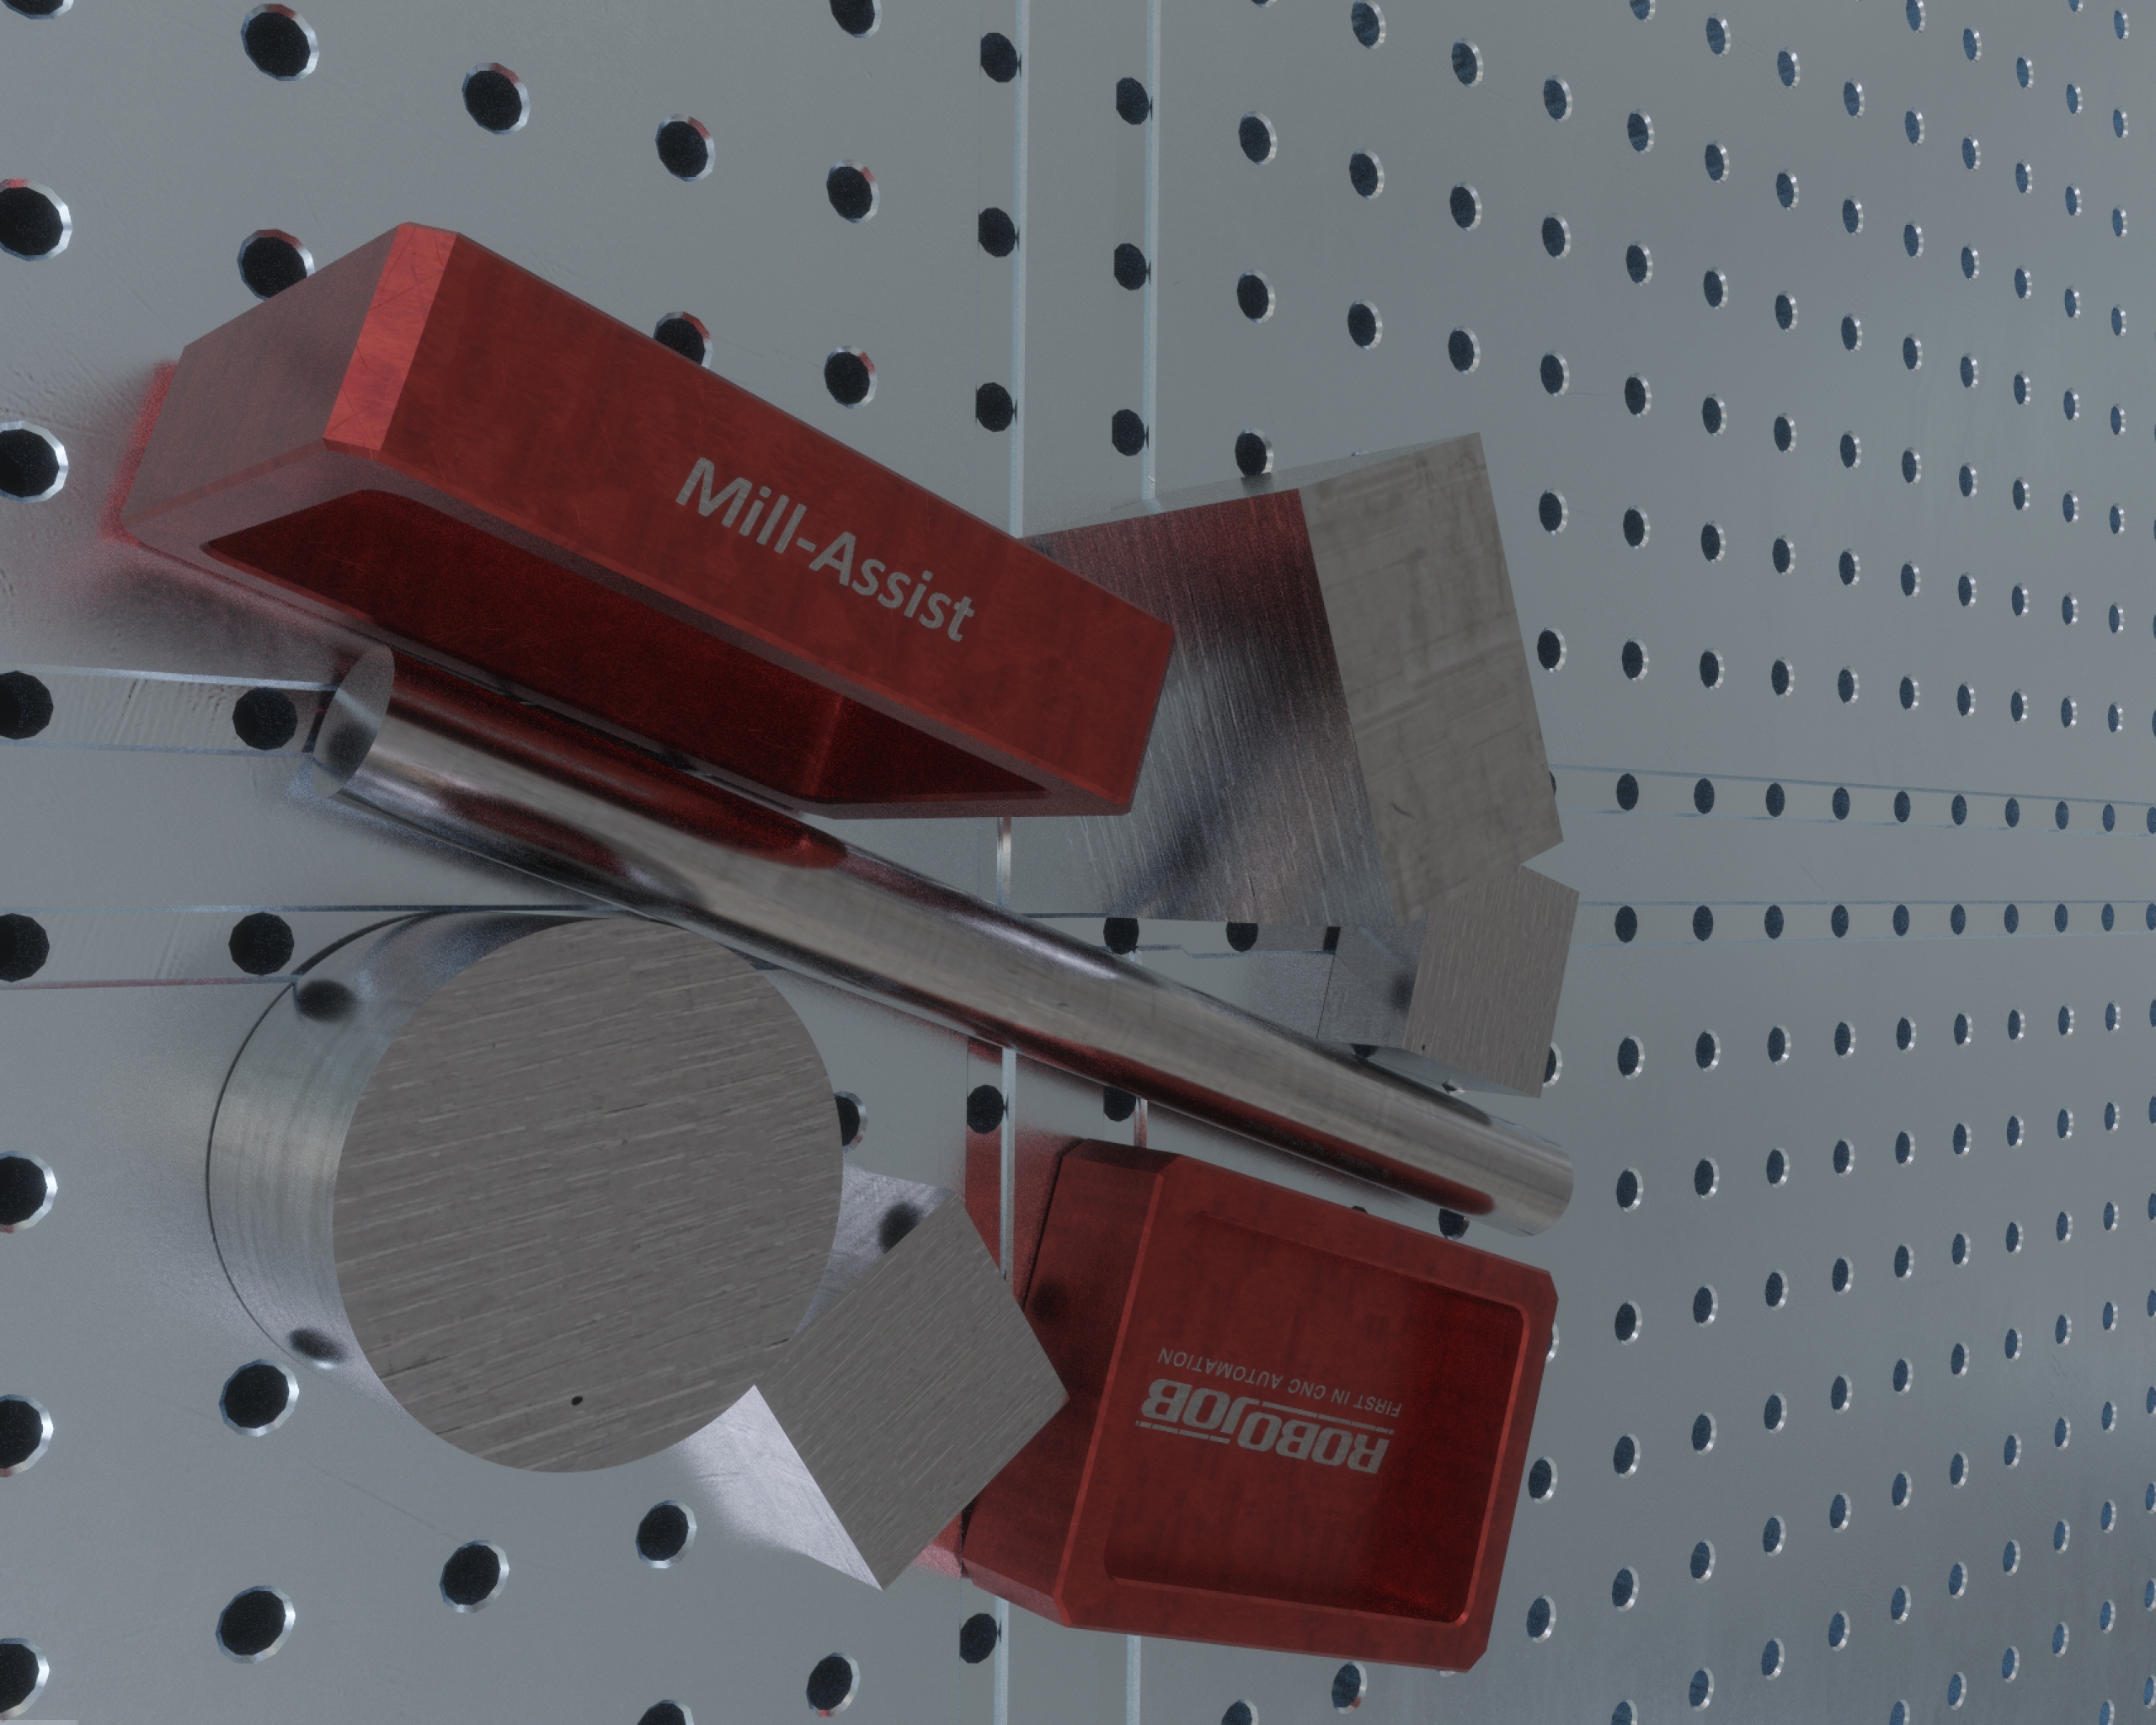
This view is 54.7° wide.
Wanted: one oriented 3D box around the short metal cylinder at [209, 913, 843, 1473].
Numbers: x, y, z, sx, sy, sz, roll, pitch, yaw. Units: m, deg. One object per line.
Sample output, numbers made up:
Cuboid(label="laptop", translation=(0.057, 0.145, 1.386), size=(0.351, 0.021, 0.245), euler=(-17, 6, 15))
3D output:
Cuboid(label="short metal cylinder", translation=(-0.084, 0.048, 0.321), size=(0.081, 0.050, 0.080), euler=(0, 90, -40))

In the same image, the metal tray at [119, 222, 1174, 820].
Cuboid(label="metal tray", translation=(-0.062, -0.042, 0.313), size=(0.131, 0.090, 0.030), euler=(23, 76, -38))

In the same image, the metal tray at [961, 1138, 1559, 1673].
Cuboid(label="metal tray", translation=(0.044, 0.117, 0.442), size=(0.131, 0.030, 0.090), euler=(23, 76, -38))

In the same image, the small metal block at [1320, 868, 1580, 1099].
Cuboid(label="small metal block", translation=(0.086, 0.024, 0.481), size=(0.050, 0.025, 0.050), euler=(22, 76, -38))

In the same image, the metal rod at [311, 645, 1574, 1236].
Cuboid(label="metal rod", translation=(-0.001, 0.028, 0.408), size=(0.302, 0.025, 0.025), euler=(24, 75, -37))

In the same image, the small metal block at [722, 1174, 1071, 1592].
Cuboid(label="small metal block", translation=(-0.036, 0.093, 0.380), size=(0.050, 0.025, 0.050), euler=(-40, 114, -33))

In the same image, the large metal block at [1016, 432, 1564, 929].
Cuboid(label="large metal block", translation=(0.040, -0.034, 0.408), size=(0.050, 0.080, 0.080), euler=(-24, 105, -38))
